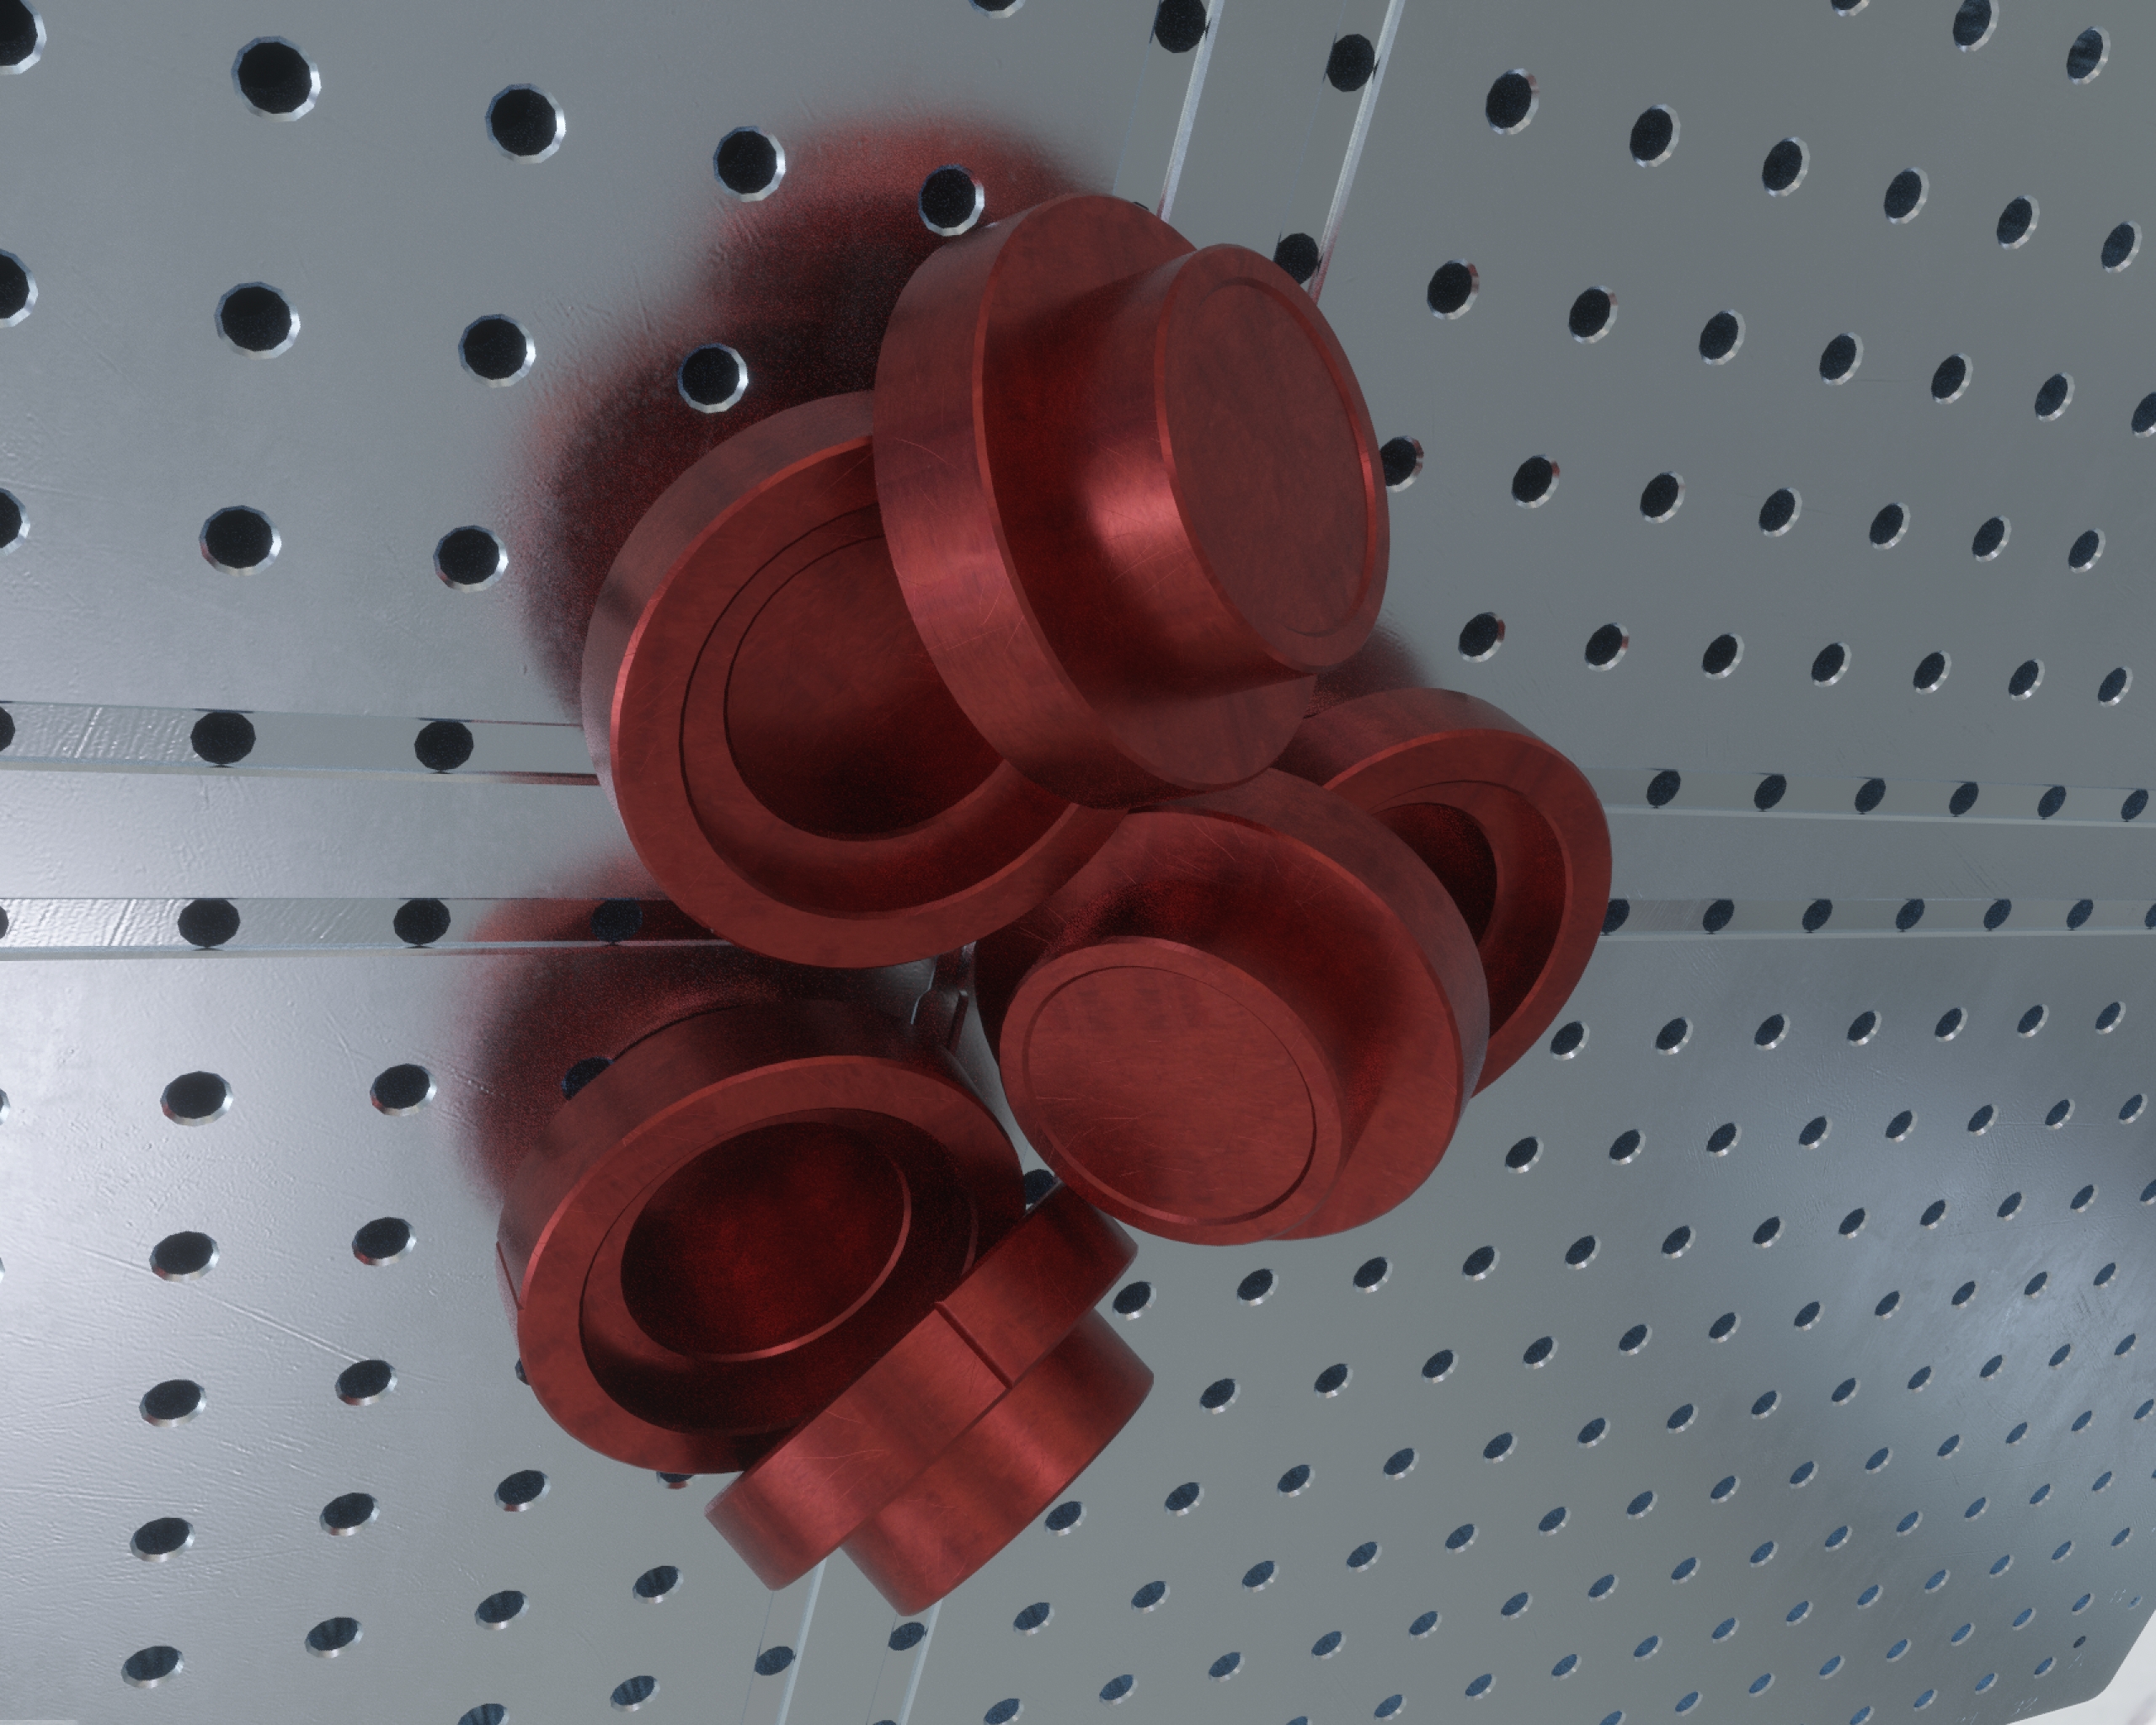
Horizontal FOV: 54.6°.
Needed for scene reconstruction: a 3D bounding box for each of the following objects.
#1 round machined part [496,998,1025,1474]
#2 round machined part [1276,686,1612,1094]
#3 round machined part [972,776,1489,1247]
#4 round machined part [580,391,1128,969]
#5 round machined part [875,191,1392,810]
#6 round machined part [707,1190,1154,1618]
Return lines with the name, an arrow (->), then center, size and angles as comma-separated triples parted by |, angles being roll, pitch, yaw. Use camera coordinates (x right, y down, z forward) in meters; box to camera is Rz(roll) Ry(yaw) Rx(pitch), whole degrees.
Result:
round machined part -> -0.063, 0.067, 0.406 | 0.099, 0.042, 0.097 | -14, 124, -21
round machined part -> 0.058, 0.007, 0.435 | 0.099, 0.042, 0.097 | -14, 124, -21
round machined part -> 0.024, 0.033, 0.394 | 0.042, 0.098, 0.097 | -51, 148, -52
round machined part -> -0.036, -0.034, 0.358 | 0.099, 0.042, 0.097 | -14, 124, -21
round machined part -> 0.016, -0.060, 0.335 | 0.098, 0.042, 0.098 | 18, 67, -51
round machined part -> -0.023, 0.111, 0.418 | 0.098, 0.098, 0.042 | -42, 85, -4
